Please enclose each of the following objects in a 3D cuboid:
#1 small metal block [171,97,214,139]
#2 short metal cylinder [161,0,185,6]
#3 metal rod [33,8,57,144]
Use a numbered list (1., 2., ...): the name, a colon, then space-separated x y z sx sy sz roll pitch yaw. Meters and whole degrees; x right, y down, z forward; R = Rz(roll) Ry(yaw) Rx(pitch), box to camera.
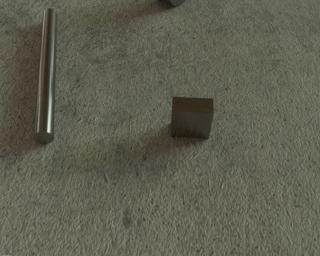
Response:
1. small metal block: 0.040 -0.012 0.398 0.050 0.050 0.025 3 50 2
2. short metal cylinder: 0.023 -0.289 0.611 0.050 0.080 0.080 32 57 24
3. metal rod: -0.176 -0.100 0.485 0.025 0.025 0.300 -9 51 -7
